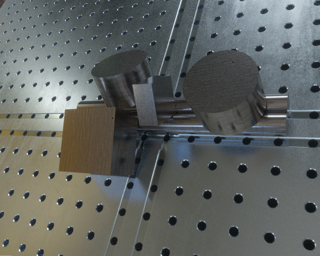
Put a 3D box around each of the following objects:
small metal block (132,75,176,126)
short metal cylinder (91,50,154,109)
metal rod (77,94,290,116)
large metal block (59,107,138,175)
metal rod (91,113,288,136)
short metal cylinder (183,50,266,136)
[{"bbox_3d":[-0.005,-0.034,0.375,0.025,0.050,0.050,1,20,28],"label":"small metal block"},{"bbox_3d":[-0.049,-0.070,0.438,0.080,0.050,0.080,-13,33,9],"label":"short metal cylinder"},{"bbox_3d":[0.011,-0.028,0.415,0.300,0.025,0.025,1,62,28],"label":"metal rod"},{"bbox_3d":[-0.078,0.018,0.400,0.080,0.050,0.080,-1,82,28],"label":"large metal block"},{"bbox_3d":[0.005,-0.006,0.405,0.300,0.025,0.025,1,62,28],"label":"metal rod"},{"bbox_3d":[0.072,-0.038,0.341,0.080,0.050,0.080,-13,56,21],"label":"short metal cylinder"}]
